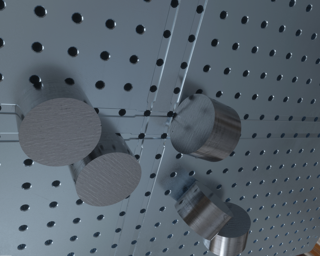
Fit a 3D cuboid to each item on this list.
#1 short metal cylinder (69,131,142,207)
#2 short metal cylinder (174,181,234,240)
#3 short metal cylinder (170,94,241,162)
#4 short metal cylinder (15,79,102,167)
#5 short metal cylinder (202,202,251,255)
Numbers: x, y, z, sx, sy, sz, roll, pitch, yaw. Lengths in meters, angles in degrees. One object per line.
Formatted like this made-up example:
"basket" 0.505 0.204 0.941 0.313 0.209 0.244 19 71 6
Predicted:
"short metal cylinder" -0.070 0.051 0.388 0.081 0.050 0.079 -14 125 -21
"short metal cylinder" 0.070 0.130 0.494 0.050 0.080 0.080 -49 129 6
"short metal cylinder" 0.058 0.001 0.408 0.050 0.080 0.080 19 108 -36
"short metal cylinder" -0.109 -0.006 0.332 0.081 0.050 0.079 -14 124 -21
"short metal cylinder" 0.116 0.178 0.549 0.081 0.080 0.050 -14 124 -21
